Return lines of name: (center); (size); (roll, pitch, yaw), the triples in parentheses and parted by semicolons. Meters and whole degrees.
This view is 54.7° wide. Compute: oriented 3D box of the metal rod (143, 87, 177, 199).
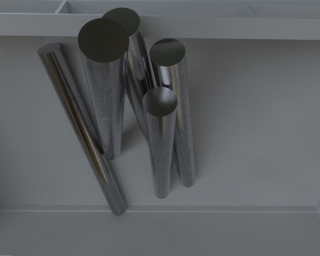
metal rod: (0.001, 0.041, 0.362); (0.025, 0.025, 0.299); (-1, 156, 0)

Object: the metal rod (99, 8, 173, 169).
metal rod: (-0.009, -0.004, 0.322); (0.025, 0.025, 0.299); (-5, 156, 4)

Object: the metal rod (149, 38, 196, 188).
metal rod: (0.024, 0.014, 0.347); (0.025, 0.025, 0.299); (-6, 153, 5)

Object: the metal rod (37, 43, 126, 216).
metal rod: (-0.095, 0.026, 0.430); (0.025, 0.025, 0.298); (-8, 130, 6)

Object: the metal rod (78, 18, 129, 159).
metal rod: (-0.048, -0.005, 0.297); (0.025, 0.025, 0.299); (7, 164, -6)
